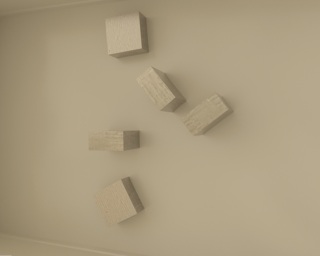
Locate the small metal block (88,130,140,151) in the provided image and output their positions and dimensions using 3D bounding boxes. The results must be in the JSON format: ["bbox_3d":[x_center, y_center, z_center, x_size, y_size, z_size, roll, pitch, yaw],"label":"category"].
[{"bbox_3d":[-0.061,0.016,0.419,0.050,0.050,0.025,-1,90,20],"label":"small metal block"}]

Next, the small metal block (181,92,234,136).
[{"bbox_3d":[0.059,-0.016,0.376,0.050,0.050,0.025,-39,78,16],"label":"small metal block"}]

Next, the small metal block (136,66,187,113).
[{"bbox_3d":[0.003,-0.048,0.396,0.025,0.050,0.050,-40,77,16],"label":"small metal block"}]

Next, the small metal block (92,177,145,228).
[{"bbox_3d":[-0.058,0.103,0.431,0.050,0.025,0.050,-30,80,17],"label":"small metal block"}]

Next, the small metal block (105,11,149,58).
[{"bbox_3d":[-0.045,-0.127,0.426,0.050,0.025,0.050,-5,88,20],"label":"small metal block"}]
